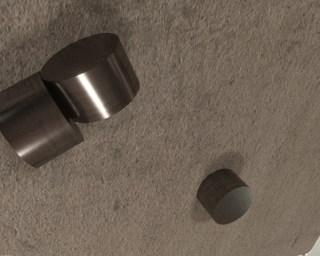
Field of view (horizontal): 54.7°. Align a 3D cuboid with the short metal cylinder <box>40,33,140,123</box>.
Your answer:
[{"bbox_3d":[-0.067,-0.050,0.305,0.080,0.080,0.050,-31,129,-9],"label":"short metal cylinder"}]

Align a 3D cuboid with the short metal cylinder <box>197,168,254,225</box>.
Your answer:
[{"bbox_3d":[0.111,0.116,0.526,0.081,0.050,0.079,-14,125,-21],"label":"short metal cylinder"}]

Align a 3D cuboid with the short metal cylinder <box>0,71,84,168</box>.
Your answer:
[{"bbox_3d":[-0.118,-0.008,0.302,0.050,0.080,0.080,-32,129,-8],"label":"short metal cylinder"}]
